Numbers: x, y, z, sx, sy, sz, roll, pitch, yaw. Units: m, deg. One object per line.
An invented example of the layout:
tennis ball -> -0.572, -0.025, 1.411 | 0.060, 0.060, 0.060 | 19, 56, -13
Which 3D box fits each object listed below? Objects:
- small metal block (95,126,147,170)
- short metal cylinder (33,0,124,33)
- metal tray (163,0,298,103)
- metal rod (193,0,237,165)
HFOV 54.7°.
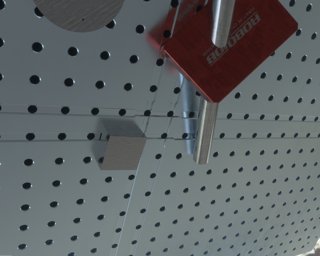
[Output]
small metal block -> -0.050, 0.027, 0.400 | 0.050, 0.025, 0.050 | 4, 116, -31
short metal cylinder -> -0.076, -0.131, 0.273 | 0.081, 0.050, 0.079 | -14, 124, -21
metal tray -> 0.079, -0.103, 0.358 | 0.130, 0.030, 0.090 | -43, 96, 1
metal rod -> 0.066, -0.067, 0.379 | 0.025, 0.025, 0.298 | -16, 133, -19
